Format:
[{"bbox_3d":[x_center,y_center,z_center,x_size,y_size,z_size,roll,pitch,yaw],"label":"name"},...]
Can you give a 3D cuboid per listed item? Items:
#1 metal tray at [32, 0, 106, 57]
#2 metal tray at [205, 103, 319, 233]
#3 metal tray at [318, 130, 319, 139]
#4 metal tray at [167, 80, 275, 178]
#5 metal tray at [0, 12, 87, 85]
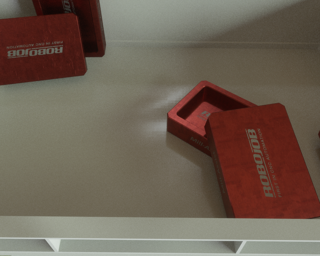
[{"bbox_3d":[-0.138,-0.171,0.478,0.091,0.129,0.030,-1,50,-1],"label":"metal tray"},{"bbox_3d":[0.109,0.041,0.342,0.091,0.030,0.130,-9,68,-6],"label":"metal tray"},{"bbox_3d":[0.237,0.035,0.334,0.030,0.090,0.130,23,46,-23],"label":"metal tray"},{"bbox_3d":[0.085,-0.003,0.405,0.130,0.030,0.090,31,56,23],"label":"metal tray"},{"bbox_3d":[-0.181,-0.117,0.457,0.131,0.089,0.030,-8,18,-8],"label":"metal tray"}]
